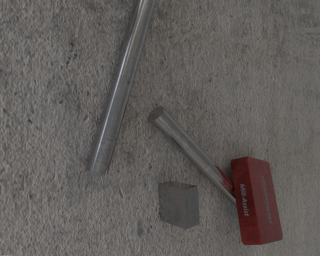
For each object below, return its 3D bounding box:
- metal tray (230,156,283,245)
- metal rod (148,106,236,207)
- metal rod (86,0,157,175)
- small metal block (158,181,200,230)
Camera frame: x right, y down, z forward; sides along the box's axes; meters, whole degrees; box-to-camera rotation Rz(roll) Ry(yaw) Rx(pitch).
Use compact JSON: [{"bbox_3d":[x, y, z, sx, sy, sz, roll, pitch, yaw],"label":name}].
[{"bbox_3d":[0.157,0.117,0.501,0.091,0.030,0.129,16,63,-48],"label":"metal tray"},{"bbox_3d":[0.086,0.073,0.476,0.300,0.025,0.025,45,63,-31],"label":"metal rod"},{"bbox_3d":[-0.035,-0.093,0.375,0.025,0.025,0.299,23,75,-38],"label":"metal rod"},{"bbox_3d":[0.024,0.100,0.409,0.025,0.050,0.050,-6,94,-40],"label":"small metal block"}]
